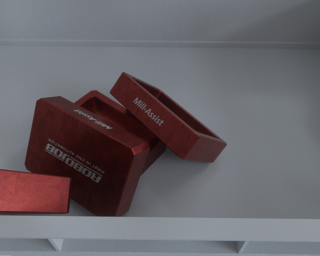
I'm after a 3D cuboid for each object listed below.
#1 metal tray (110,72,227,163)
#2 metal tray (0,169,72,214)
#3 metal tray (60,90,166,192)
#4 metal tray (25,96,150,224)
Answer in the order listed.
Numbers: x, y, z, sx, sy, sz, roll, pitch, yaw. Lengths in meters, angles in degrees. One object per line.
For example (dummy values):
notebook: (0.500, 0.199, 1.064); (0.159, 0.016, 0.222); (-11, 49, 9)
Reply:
metal tray: (0.010, -0.012, 0.374); (0.130, 0.090, 0.030); (42, 104, 29)
metal tray: (-0.151, 0.059, 0.271); (0.130, 0.091, 0.030); (-14, 68, 40)
metal tray: (-0.069, 0.012, 0.390); (0.130, 0.030, 0.090); (32, 57, 24)
metal tray: (-0.083, 0.031, 0.335); (0.130, 0.089, 0.030); (26, 21, 20)
